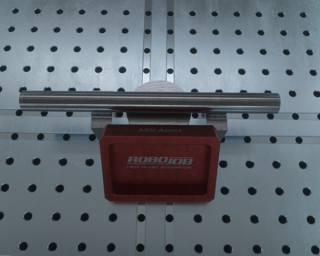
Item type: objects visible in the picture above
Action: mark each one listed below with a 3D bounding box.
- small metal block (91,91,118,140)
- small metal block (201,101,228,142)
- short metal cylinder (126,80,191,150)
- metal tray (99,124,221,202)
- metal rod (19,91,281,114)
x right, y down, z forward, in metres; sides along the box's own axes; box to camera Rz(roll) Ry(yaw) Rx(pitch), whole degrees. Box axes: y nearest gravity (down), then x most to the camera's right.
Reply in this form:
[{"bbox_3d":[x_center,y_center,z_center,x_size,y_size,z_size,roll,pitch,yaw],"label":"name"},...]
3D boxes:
[{"bbox_3d":[-0.071,-0.015,0.404,0.025,0.050,0.050,-1,70,0],"label":"small metal block"},{"bbox_3d":[0.069,-0.012,0.403,0.025,0.050,0.050,-1,70,0],"label":"small metal block"},{"bbox_3d":[-0.001,-0.015,0.404,0.081,0.050,0.080,0,70,0],"label":"short metal cylinder"},{"bbox_3d":[0.000,0.042,0.364,0.131,0.089,0.030,0,27,0],"label":"metal tray"},{"bbox_3d":[-0.012,-0.031,0.369,0.302,0.025,0.025,1,70,0],"label":"metal rod"}]
